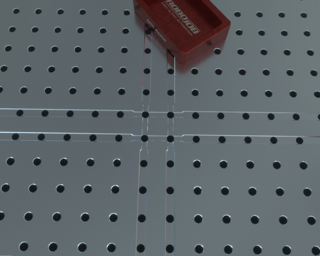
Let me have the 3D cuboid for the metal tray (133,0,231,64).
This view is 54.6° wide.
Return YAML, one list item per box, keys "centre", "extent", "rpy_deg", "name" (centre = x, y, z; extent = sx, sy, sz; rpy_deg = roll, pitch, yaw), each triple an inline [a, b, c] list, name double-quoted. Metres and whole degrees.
- centre: [0.031, -0.170, 0.471]
  extent: [0.090, 0.030, 0.130]
  rpy_deg: [-34, 74, -12]
  name: "metal tray"
